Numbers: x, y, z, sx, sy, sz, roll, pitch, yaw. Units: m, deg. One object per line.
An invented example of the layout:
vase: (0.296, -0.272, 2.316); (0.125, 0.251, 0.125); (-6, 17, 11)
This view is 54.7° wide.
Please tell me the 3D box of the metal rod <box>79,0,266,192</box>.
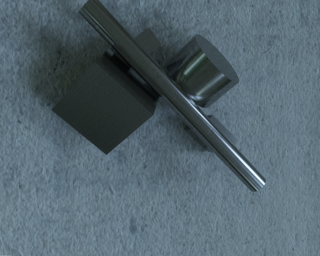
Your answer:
metal rod: (0.025, -0.029, 0.367); (0.300, 0.025, 0.025); (45, 76, -15)

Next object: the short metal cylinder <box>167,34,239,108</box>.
short metal cylinder: (0.055, -0.072, 0.396); (0.080, 0.080, 0.050); (41, 118, -16)

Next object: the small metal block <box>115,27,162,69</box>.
small metal block: (-0.033, -0.094, 0.386); (0.050, 0.050, 0.025); (-40, 103, -16)

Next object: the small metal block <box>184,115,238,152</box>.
small metal block: (0.069, 0.009, 0.420); (0.050, 0.050, 0.025); (43, 77, -16)

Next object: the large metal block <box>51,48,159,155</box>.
large metal block: (-0.060, -0.029, 0.357); (0.080, 0.050, 0.080); (43, 117, -16)
